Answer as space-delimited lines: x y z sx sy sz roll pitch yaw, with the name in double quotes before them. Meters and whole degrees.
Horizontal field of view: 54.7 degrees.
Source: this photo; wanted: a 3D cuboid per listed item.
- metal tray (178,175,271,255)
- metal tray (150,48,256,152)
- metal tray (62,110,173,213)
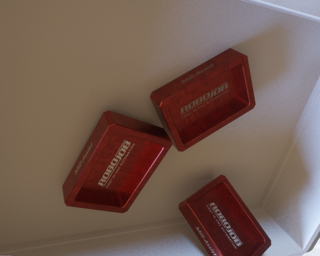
"metal tray" 0.100 0.149 0.477 0.091 0.130 0.030 -26 166 -35
"metal tray" 0.062 -0.036 0.416 0.131 0.030 0.090 -31 129 -9
"metal tray" -0.055 0.049 0.394 0.091 0.030 0.129 19 114 -34
